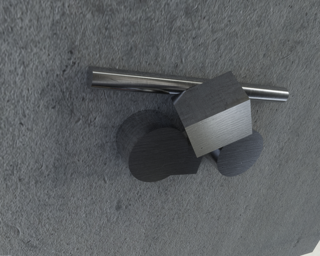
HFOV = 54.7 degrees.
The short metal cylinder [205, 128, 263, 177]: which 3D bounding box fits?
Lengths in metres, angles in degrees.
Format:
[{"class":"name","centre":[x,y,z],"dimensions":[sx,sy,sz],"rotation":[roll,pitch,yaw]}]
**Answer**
[{"class":"short metal cylinder","centre":[0.106,0.026,0.466],"dimensions":[0.081,0.050,0.079],"rotation":[-14,124,-21]}]

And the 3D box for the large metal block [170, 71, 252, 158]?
[{"class":"large metal block","centre":[0.068,-0.015,0.397],"dimensions":[0.080,0.050,0.080],"rotation":[-24,145,3]}]

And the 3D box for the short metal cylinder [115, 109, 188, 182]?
[{"class":"short metal cylinder","centre":[-0.011,0.022,0.399],"dimensions":[0.081,0.050,0.079],"rotation":[-14,124,-21]}]

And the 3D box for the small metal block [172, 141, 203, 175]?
[{"class":"small metal block","centre":[0.034,0.041,0.453],"dimensions":[0.050,0.025,0.050],"rotation":[2,118,-29]}]

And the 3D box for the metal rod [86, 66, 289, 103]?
[{"class":"metal rod","centre":[0.056,-0.053,0.406],"dimensions":[0.303,0.025,0.025],"rotation":[1,118,-29]}]
